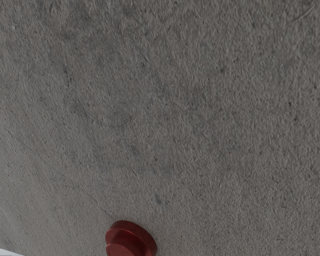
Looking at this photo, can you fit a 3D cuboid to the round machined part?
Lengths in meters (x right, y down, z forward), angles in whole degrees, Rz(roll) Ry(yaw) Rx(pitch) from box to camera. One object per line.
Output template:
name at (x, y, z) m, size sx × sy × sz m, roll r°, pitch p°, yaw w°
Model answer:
round machined part at (-0.058, 0.220, 0.562) m, size 0.098 × 0.042 × 0.097 m, roll 13°, pitch 124°, yaw 21°
